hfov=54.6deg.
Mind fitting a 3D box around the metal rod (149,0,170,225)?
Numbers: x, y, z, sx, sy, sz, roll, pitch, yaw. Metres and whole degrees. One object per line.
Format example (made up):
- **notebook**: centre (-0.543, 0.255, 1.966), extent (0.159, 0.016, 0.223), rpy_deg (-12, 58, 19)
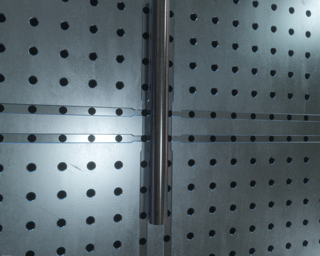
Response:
- **metal rod**: centre (-0.001, -0.024, 0.412), extent (0.025, 0.025, 0.298), rpy_deg (1, 90, -20)
